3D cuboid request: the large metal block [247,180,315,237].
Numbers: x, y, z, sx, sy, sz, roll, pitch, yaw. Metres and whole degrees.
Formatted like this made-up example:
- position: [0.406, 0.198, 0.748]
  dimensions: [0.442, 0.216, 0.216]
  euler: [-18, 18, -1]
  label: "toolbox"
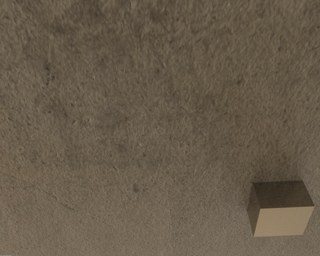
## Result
- position: [0.193, 0.133, 0.507]
  dimensions: [0.080, 0.050, 0.079]
  euler: [-3, 130, 2]
  label: "large metal block"
